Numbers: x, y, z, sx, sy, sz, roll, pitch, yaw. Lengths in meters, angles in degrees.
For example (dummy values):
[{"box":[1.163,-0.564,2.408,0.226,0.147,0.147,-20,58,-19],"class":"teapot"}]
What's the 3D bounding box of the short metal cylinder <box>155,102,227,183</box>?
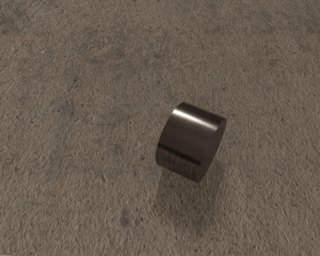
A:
[{"box":[0.037,0.016,0.354,0.050,0.080,0.080,24,54,18],"class":"short metal cylinder"}]
